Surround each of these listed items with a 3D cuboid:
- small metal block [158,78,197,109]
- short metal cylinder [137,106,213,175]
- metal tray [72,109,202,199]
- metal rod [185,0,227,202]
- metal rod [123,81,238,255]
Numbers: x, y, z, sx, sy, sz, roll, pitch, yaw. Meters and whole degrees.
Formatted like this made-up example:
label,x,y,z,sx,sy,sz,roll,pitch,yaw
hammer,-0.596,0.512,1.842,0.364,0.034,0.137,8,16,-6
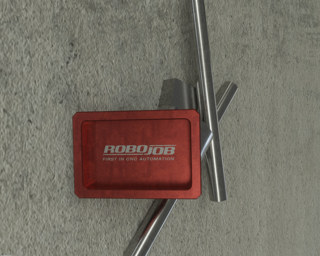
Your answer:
label,x,y,z,sx,sy,sz,roll,pitch,yaw
small metal block,0.026,-0.035,0.427,0.050,0.025,0.050,19,78,-39
short metal cylinder,0.018,0.017,0.384,0.080,0.080,0.050,45,63,-31
metal tray,-0.023,0.027,0.326,0.030,0.131,0.089,-12,101,-83
metal rod,0.063,-0.047,0.424,0.025,0.025,0.298,-12,97,-39
metal rod,0.040,0.048,0.438,0.025,0.025,0.300,48,62,-30
